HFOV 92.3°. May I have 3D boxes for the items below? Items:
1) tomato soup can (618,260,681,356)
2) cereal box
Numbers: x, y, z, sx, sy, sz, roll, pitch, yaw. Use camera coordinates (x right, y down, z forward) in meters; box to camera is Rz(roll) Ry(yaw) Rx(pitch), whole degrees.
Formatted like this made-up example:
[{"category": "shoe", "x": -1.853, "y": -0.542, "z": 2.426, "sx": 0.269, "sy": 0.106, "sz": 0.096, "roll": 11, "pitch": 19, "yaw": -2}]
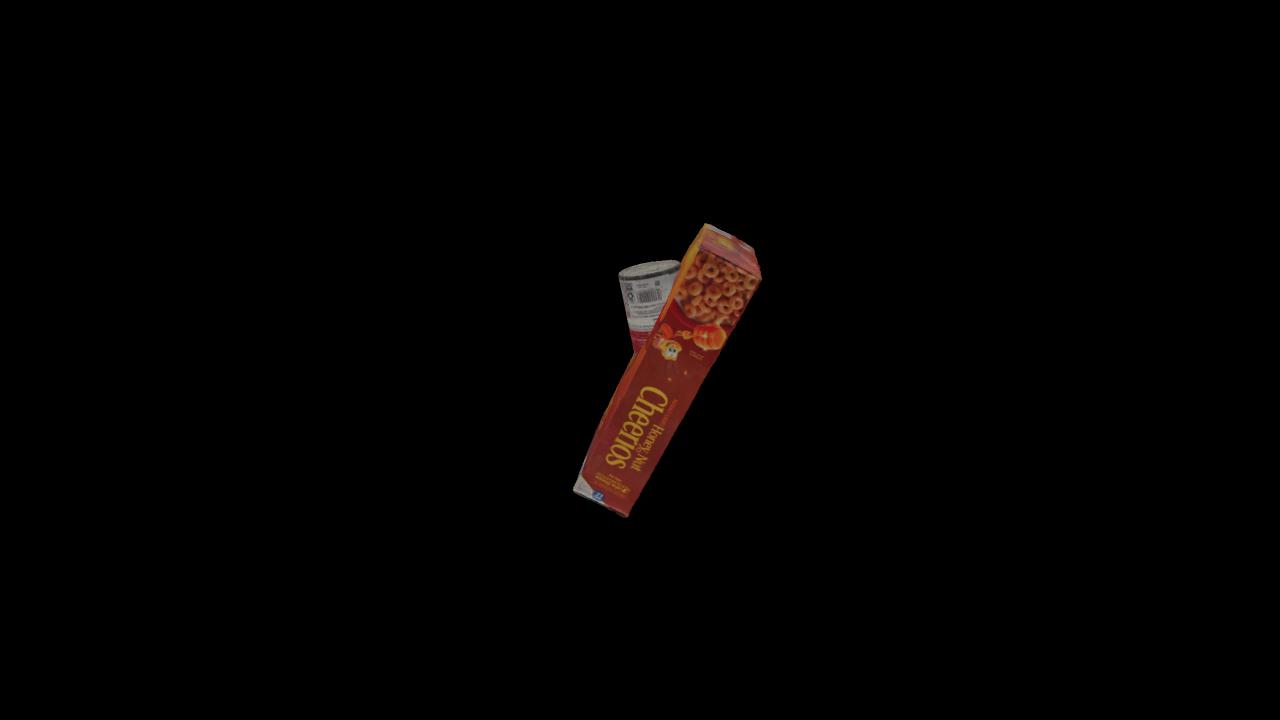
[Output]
[{"category": "tomato soup can", "x": 0.018, "y": -0.049, "z": 0.645, "sx": 0.068, "sy": 0.101, "sz": 0.068, "roll": -11, "pitch": 19, "yaw": 4}, {"category": "cereal box", "x": 0.031, "y": 0.003, "z": 0.712, "sx": 0.081, "sy": 0.306, "sz": 0.203, "roll": 28, "pitch": 21, "yaw": -1}]
